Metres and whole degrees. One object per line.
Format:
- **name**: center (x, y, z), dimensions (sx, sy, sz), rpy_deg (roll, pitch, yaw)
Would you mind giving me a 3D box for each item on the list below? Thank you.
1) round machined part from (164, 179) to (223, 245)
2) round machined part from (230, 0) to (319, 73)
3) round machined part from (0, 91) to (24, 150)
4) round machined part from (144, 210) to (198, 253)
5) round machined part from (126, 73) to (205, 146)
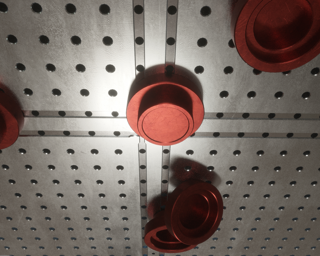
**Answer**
- **round machined part**: center (0.049, 0.129, 0.489), dimensions (0.099, 0.042, 0.097), rpy_deg (-3, 96, -29)
- **round machined part**: center (0.120, -0.108, 0.310), dimensions (0.099, 0.042, 0.097), rpy_deg (-1, 130, 0)
- **round machined part**: center (-0.231, -0.005, 0.392), dimensions (0.099, 0.042, 0.097), rpy_deg (-1, 130, 0)
- **round machined part**: center (0.021, 0.181, 0.554), dimensions (0.099, 0.042, 0.097), rpy_deg (0, 132, 0)
- **round machined part**: center (0.007, -0.016, 0.387), dimensions (0.099, 0.042, 0.097), rpy_deg (-1, 130, 0)
